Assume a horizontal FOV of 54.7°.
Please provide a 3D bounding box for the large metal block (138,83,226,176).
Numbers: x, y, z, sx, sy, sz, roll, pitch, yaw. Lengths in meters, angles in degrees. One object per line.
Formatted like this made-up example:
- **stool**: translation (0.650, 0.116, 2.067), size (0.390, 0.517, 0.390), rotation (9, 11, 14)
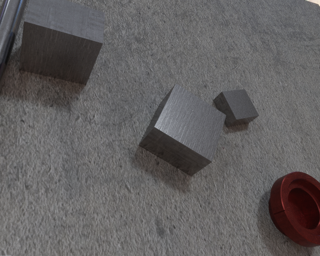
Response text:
- **large metal block**: translation (0.031, 0.002, 0.403), size (0.080, 0.050, 0.080), rotation (31, 52, -8)

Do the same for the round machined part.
- **round machined part**: translation (0.190, 0.113, 0.426), size (0.099, 0.042, 0.098), rotation (14, 56, -21)

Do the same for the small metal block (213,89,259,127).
- **small metal block**: translation (0.120, -0.032, 0.487), size (0.050, 0.025, 0.050), rotation (-10, 67, -32)

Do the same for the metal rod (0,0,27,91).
- **metal rod**: translation (-0.185, -0.076, 0.350), size (0.025, 0.025, 0.299), rotation (12, 57, -22)

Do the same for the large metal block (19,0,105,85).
- **large metal block**: translation (-0.117, -0.103, 0.368), size (0.081, 0.080, 0.050), rotation (11, 57, -23)
